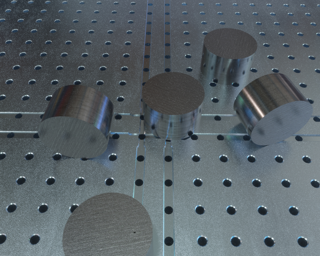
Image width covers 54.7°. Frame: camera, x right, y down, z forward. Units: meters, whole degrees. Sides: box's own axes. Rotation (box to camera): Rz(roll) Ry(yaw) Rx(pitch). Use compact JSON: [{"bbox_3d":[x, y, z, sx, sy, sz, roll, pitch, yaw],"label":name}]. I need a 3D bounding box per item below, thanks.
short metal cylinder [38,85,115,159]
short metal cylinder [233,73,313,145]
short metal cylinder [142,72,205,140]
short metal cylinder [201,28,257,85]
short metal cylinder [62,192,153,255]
[{"bbox_3d":[-0.099,-0.006,0.376,0.080,0.080,0.050,4,50,3],"label":"short metal cylinder"},{"bbox_3d":[0.141,-0.022,0.393,0.081,0.080,0.050,-13,51,-11],"label":"short metal cylinder"},{"bbox_3d":[0.017,-0.030,0.417,0.081,0.050,0.080,0,50,0],"label":"short metal cylinder"},{"bbox_3d":[0.107,-0.113,0.488,0.081,0.050,0.080,0,50,0],"label":"short metal cylinder"},{"bbox_3d":[-0.047,0.110,0.298,0.081,0.050,0.080,0,50,0],"label":"short metal cylinder"}]
